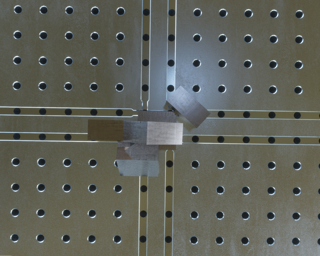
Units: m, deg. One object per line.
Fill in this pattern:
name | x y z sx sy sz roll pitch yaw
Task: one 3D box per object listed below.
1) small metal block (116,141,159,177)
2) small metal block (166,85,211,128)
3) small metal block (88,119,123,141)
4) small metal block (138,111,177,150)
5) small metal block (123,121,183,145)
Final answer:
small metal block | -0.027 0.041 0.398 0.050 0.050 0.025 1 59 0
small metal block | 0.035 -0.026 0.401 0.050 0.050 0.025 43 90 0
small metal block | -0.062 0.002 0.400 0.050 0.050 0.025 2 91 1
small metal block | -0.004 0.003 0.413 0.050 0.025 0.050 2 90 -1
small metal block | -0.009 0.005 0.366 0.050 0.050 0.025 2 91 -37
